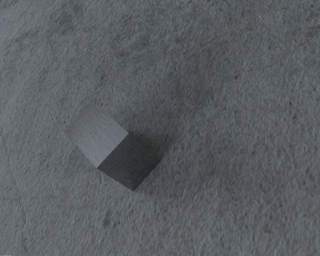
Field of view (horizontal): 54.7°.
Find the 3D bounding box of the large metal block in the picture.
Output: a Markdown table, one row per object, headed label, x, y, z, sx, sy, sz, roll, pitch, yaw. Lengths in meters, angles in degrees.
| label | x | y | z | sx | sy | sz | roll | pitch | yaw |
| --- | --- | --- | --- | --- | --- | --- | --- | --- | --- |
| large metal block | -0.058 | 0.023 | 0.383 | 0.050 | 0.080 | 0.080 | -48 | 52 | -5 |
